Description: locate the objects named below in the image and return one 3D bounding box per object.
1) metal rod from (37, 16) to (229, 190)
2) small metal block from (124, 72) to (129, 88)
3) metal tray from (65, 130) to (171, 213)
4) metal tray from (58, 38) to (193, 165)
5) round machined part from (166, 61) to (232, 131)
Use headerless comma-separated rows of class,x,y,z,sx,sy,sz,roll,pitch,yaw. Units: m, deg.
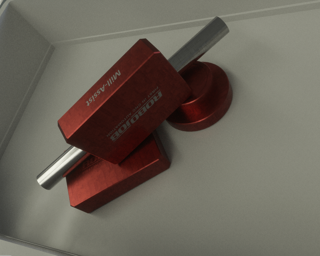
metal rod,-0.037,-0.028,0.388,0.300,0.025,0.025,-41,51,5
small metal block,-0.029,-0.050,0.432,0.025,0.050,0.050,-38,51,2
metal tray,-0.061,0.041,0.406,0.130,0.030,0.090,-30,52,8
metal tray,-0.035,-0.023,0.345,0.130,0.090,0.030,-44,54,6
round machined part,0.040,-0.048,0.400,0.098,0.042,0.098,-13,56,20
